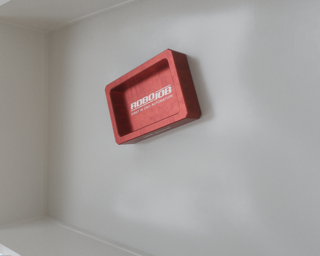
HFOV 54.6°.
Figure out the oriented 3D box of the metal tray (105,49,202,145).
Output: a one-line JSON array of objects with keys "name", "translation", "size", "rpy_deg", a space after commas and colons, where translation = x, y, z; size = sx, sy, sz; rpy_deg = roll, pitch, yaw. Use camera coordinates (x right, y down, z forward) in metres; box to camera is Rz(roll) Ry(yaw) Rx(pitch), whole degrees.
[{"name": "metal tray", "translation": [-0.015, -0.037, 0.416], "size": [0.130, 0.030, 0.090], "rpy_deg": [-22, 76, 38]}]
